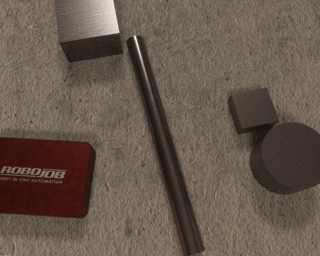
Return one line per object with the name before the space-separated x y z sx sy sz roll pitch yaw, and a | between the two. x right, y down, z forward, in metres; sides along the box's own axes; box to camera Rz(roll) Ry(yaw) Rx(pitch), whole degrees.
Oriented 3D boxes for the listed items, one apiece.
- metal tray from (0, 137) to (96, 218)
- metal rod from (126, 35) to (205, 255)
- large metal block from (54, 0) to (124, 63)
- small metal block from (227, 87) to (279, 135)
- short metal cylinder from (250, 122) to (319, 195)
metal tray | -0.152 0.061 0.381 0.131 0.030 0.090 3 70 1
metal rod | 0.001 0.008 0.405 0.025 0.025 0.299 -14 71 -5
large metal block | -0.102 -0.148 0.448 0.081 0.050 0.080 -11 71 -4
small metal block | 0.125 -0.023 0.418 0.050 0.025 0.050 -11 71 -5
short metal cylinder | 0.158 0.039 0.383 0.081 0.050 0.080 0 70 0
